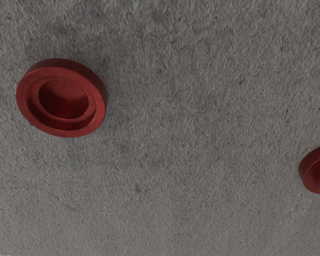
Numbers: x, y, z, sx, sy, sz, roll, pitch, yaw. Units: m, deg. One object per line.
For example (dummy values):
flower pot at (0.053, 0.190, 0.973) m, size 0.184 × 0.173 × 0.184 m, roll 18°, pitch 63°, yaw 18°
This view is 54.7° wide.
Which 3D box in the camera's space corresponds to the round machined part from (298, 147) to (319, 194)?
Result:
round machined part at (0.262, 0.069, 0.457) m, size 0.099 × 0.042 × 0.097 m, roll 0°, pitch 130°, yaw 0°

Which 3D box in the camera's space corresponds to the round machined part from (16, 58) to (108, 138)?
round machined part at (-0.110, -0.038, 0.362) m, size 0.099 × 0.042 × 0.097 m, roll 0°, pitch 130°, yaw 0°
